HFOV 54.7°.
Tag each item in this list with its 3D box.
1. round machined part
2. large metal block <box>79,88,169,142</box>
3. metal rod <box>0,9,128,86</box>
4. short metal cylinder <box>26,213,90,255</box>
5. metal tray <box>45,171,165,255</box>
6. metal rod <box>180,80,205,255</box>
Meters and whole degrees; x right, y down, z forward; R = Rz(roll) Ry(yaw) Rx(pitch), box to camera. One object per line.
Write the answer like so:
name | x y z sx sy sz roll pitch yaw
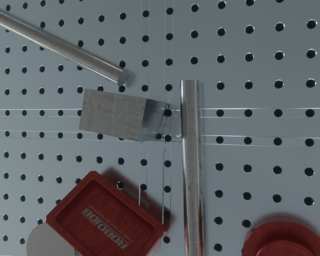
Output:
round machined part | 0.144 0.155 0.353 0.098 0.042 0.097 0 90 19
large metal block | -0.043 -0.016 0.398 0.080 0.080 0.050 11 94 19
metal rod | -0.179 -0.136 0.473 0.301 0.025 0.025 28 99 17
short metal cylinder | -0.142 0.170 0.448 0.080 0.050 0.079 0 90 19
metal tray | -0.071 0.129 0.407 0.130 0.030 0.090 35 63 16
metal rod | 0.042 0.089 0.397 0.025 0.025 0.298 -2 89 19
